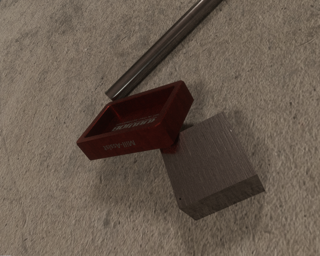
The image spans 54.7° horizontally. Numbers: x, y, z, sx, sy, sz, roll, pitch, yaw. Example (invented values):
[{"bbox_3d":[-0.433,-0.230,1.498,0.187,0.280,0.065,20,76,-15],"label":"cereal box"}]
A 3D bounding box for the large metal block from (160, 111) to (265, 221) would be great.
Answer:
[{"bbox_3d":[0.054,0.041,0.334,0.080,0.050,0.080,-27,53,11],"label":"large metal block"}]

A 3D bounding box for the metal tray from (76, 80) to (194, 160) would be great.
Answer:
[{"bbox_3d":[-0.031,-0.008,0.384,0.130,0.030,0.090,-12,33,34],"label":"metal tray"}]

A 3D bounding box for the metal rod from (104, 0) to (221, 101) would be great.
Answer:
[{"bbox_3d":[0.030,-0.151,0.479,0.300,0.025,0.025,-46,51,-4],"label":"metal rod"}]
